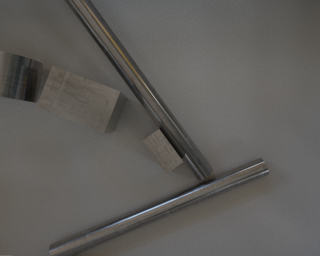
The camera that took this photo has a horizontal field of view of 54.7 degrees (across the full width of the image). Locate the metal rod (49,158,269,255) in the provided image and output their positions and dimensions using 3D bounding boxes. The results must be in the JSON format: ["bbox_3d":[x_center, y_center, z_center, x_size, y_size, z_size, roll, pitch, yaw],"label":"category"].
[{"bbox_3d":[0.000,0.108,0.411,0.301,0.025,0.025,-22,90,-1],"label":"metal rod"}]

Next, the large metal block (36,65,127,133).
[{"bbox_3d":[-0.091,-0.032,0.383,0.080,0.080,0.050,21,90,-1],"label":"large metal block"}]

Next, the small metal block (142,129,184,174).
[{"bbox_3d":[0.003,0.028,0.399,0.025,0.050,0.050,-36,91,0],"label":"small metal block"}]

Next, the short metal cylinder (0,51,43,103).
[{"bbox_3d":[-0.190,-0.063,0.381,0.080,0.080,0.050,10,90,-1],"label":"short metal cylinder"}]

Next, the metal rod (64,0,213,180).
[{"bbox_3d":[-0.028,-0.057,0.386,0.025,0.025,0.299,-37,100,0],"label":"metal rod"}]
